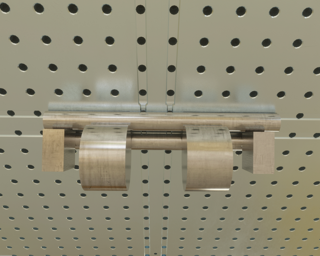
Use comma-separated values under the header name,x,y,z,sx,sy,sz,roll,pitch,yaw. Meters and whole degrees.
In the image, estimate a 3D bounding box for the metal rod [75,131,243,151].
name,x,y,z,sx,sy,sz,roll,pitch,yaw
metal rod,0.000,0.018,0.427,0.302,0.025,0.025,1,130,-1

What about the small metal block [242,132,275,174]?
name,x,y,z,sx,sy,sz,roll,pitch,yaw
small metal block,0.123,0.030,0.392,0.025,0.050,0.050,1,89,0

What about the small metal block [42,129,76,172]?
name,x,y,z,sx,sy,sz,roll,pitch,yaw
small metal block,-0.125,0.027,0.387,0.025,0.050,0.050,1,88,0

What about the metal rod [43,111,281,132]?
name,x,y,z,sx,sy,sz,roll,pitch,yaw
metal rod,0.003,-0.008,0.405,0.302,0.025,0.025,1,130,-1

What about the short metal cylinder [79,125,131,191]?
name,x,y,z,sx,sy,sz,roll,pitch,yaw
short metal cylinder,-0.063,0.036,0.377,0.050,0.080,0.079,1,130,-1

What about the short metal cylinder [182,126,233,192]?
name,x,y,z,sx,sy,sz,roll,pitch,yaw
short metal cylinder,0.055,0.037,0.379,0.050,0.080,0.079,1,130,-1
